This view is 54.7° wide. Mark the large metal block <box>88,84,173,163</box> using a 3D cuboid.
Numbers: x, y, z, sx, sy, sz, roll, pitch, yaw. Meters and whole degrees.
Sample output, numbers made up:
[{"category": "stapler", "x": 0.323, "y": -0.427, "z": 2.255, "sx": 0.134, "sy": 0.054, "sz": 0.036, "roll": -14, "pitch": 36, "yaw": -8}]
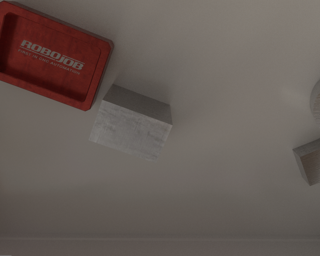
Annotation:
[{"category": "large metal block", "x": -0.033, "y": -0.009, "z": 0.378, "sx": 0.080, "sy": 0.080, "sz": 0.050, "roll": 20, "pitch": 109, "yaw": -8}]

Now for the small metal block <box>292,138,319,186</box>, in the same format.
[{"category": "small metal block", "x": 0.221, "y": 0.046, "z": 0.431, "sx": 0.050, "sy": 0.025, "sz": 0.050, "roll": -24, "pitch": 109, "yaw": 8}]

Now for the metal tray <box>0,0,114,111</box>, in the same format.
[{"category": "metal tray", "x": -0.132, "y": -0.085, "z": 0.375, "sx": 0.131, "sy": 0.030, "sz": 0.089, "roll": 20, "pitch": 109, "yaw": -8}]

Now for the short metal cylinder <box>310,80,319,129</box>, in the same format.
[{"category": "short metal cylinder", "x": 0.229, "y": -0.029, "z": 0.377, "sx": 0.080, "sy": 0.050, "sz": 0.079, "roll": 7, "pitch": 110, "yaw": 19}]
